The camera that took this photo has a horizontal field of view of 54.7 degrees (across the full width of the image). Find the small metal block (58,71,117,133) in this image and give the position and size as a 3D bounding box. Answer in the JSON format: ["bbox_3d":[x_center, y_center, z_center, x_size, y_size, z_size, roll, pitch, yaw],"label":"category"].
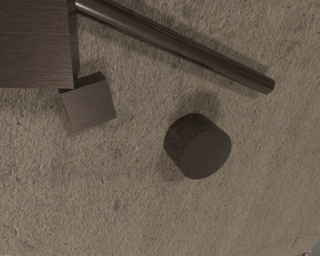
[{"bbox_3d":[-0.081,-0.029,0.346,0.050,0.025,0.050,-21,127,-16],"label":"small metal block"}]

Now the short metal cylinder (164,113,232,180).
[{"bbox_3d":[0.053,0.025,0.437,0.081,0.050,0.079,-14,125,-21],"label":"short metal cylinder"}]

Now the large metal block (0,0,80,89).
[{"bbox_3d":[-0.115,-0.081,0.264,0.081,0.050,0.079,0,120,-8],"label":"large metal block"}]

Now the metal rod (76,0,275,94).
[{"bbox_3d":[0.038,-0.092,0.372,0.302,0.025,0.025,14,111,-35],"label":"metal rod"}]
